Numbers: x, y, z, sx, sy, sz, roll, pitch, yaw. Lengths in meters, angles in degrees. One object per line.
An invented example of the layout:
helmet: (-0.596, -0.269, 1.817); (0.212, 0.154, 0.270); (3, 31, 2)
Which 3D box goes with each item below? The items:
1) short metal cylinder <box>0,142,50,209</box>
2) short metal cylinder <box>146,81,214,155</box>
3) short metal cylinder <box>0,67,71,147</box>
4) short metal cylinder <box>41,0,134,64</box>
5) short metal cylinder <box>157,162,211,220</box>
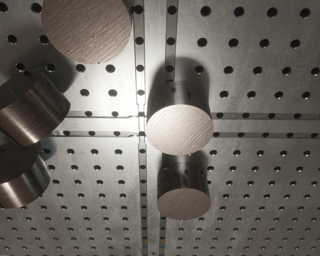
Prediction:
short metal cylinder: (-0.200, 0.063, 0.426); (0.080, 0.080, 0.050); (-5, 130, 3)
short metal cylinder: (0.023, -0.012, 0.386); (0.081, 0.050, 0.079); (0, 130, 0)
short metal cylinder: (-0.151, -0.025, 0.352); (0.080, 0.080, 0.050); (-20, 127, 16)
short metal cylinder: (-0.067, -0.110, 0.301); (0.081, 0.050, 0.079); (0, 130, 0)
short metal cylinder: (0.035, 0.099, 0.480); (0.081, 0.050, 0.079); (0, 130, 0)
